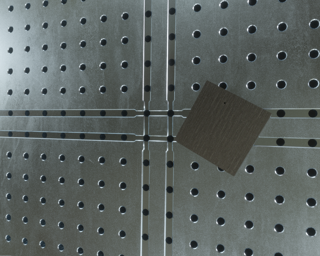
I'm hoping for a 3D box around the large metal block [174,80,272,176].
[{"bbox_3d":[0.077,-0.001,0.372,0.080,0.050,0.080,31,100,17],"label":"large metal block"}]
